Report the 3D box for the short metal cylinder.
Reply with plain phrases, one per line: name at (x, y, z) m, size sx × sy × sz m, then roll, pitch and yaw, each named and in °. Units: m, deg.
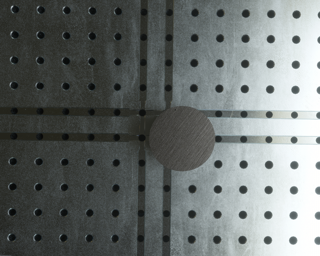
short metal cylinder at (0.027, 0.013, 0.401) m, size 0.081 × 0.050 × 0.079 m, roll 0°, pitch 90°, yaw -1°
